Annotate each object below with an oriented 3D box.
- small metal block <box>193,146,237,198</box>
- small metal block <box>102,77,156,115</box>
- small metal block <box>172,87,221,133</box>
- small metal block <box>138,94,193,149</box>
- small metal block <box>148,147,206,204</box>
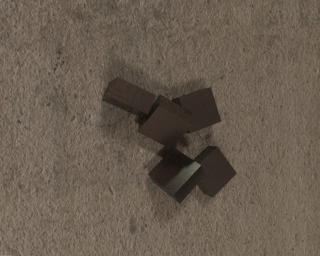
[{"bbox_3d":[0.071,0.061,0.437,0.050,0.025,0.050,-41,103,-16],"label":"small metal block"},{"bbox_3d":[-0.040,-0.037,0.382,0.050,0.050,0.025,24,82,-19],"label":"small metal block"},{"bbox_3d":[0.051,-0.024,0.429,0.050,0.025,0.050,-20,97,-19],"label":"small metal block"},{"bbox_3d":[0.007,-0.007,0.398,0.050,0.025,0.050,29,125,-18],"label":"small metal block"},{"bbox_3d":[0.022,0.061,0.402,0.050,0.050,0.025,-45,138,-15],"label":"small metal block"}]
